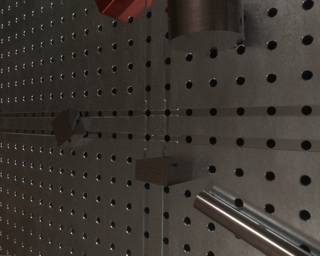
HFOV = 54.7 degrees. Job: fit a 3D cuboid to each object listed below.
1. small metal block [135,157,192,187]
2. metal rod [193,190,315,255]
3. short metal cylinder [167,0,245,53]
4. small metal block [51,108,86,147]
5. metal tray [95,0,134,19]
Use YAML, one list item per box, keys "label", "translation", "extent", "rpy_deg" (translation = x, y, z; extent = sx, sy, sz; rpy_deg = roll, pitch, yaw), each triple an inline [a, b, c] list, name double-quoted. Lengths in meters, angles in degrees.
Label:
- label: "small metal block"
  translation: [0.005, 0.053, 0.387]
  extent: [0.050, 0.050, 0.025]
  rpy_deg: [4, 93, 39]
- label: "metal rod"
  translation: [0.156, 0.140, 0.280]
  extent: [0.300, 0.025, 0.025]
  rpy_deg: [27, 107, 36]
- label: "short metal cylinder"
  translation: [0.049, -0.116, 0.332]
  extent: [0.080, 0.081, 0.050]
  rpy_deg: [-3, 88, 39]
- label: "small metal block"
  translation: [-0.159, 0.000, 0.537]
  extent: [0.050, 0.025, 0.050]
  rpy_deg: [-34, 70, 34]
- label: "metal tray"
  translation: [-0.050, -0.235, 0.445]
  extent: [0.130, 0.030, 0.090]
  rpy_deg: [-33, 70, 34]
